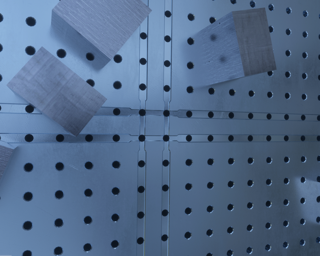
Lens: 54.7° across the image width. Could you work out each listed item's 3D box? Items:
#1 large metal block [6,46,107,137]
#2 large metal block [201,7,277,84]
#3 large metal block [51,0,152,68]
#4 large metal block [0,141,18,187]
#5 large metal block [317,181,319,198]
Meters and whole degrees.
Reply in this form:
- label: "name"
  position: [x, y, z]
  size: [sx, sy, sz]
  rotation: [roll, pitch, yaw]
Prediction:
- label: "large metal block"
  position: [-0.113, -0.035, 0.342]
  size: [0.080, 0.080, 0.050]
  rotation: [40, 77, -16]
- label: "large metal block"
  position: [0.105, -0.108, 0.423]
  size: [0.050, 0.080, 0.080]
  rotation: [-14, 95, -20]
- label: "large metal block"
  position: [-0.071, -0.134, 0.373]
  size: [0.080, 0.050, 0.080]
  rotation: [40, 77, -16]
- label: "large metal block"
  position: [-0.208, 0.044, 0.323]
  size: [0.080, 0.050, 0.080]
  rotation: [23, 82, -19]
- label: "large metal block"
  position: [0.321, 0.122, 0.521]
  size: [0.081, 0.050, 0.080]
  rotation: [-13, 95, -20]
